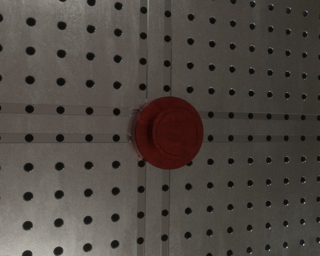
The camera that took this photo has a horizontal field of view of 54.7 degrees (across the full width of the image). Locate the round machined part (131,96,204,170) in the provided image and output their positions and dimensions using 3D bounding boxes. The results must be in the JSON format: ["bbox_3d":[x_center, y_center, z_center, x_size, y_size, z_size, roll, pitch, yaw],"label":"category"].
[{"bbox_3d":[0.015,0.007,0.410,0.099,0.042,0.097,0,90,-21],"label":"round machined part"}]
